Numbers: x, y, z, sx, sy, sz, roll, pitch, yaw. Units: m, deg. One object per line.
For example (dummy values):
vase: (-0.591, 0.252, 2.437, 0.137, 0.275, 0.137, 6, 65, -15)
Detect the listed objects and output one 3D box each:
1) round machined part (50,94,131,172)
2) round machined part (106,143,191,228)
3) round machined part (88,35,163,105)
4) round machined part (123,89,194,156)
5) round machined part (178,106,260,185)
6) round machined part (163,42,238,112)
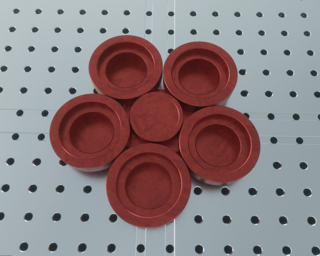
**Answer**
round machined part: (-0.086, 0.008, 0.399, 0.099, 0.042, 0.098, 0, 70, 0)
round machined part: (-0.013, 0.071, 0.376, 0.099, 0.042, 0.098, 0, 70, 0)
round machined part: (-0.046, -0.076, 0.430, 0.099, 0.042, 0.098, 0, 70, 0)
round machined part: (-0.004, -0.008, 0.405, 0.099, 0.042, 0.098, 0, 70, 0)
round machined part: (0.072, 0.024, 0.394, 0.099, 0.042, 0.098, 0, 70, 0)
round machined part: (0.053, -0.066, 0.427, 0.099, 0.042, 0.098, 0, 70, 0)
